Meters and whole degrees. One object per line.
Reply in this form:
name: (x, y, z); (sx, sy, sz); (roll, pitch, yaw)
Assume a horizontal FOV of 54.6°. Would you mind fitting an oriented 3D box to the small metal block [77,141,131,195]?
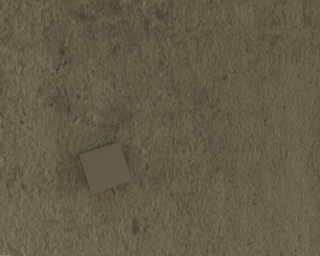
small metal block: (-0.069, 0.048, 0.383); (0.050, 0.025, 0.050); (-18, 96, -19)
